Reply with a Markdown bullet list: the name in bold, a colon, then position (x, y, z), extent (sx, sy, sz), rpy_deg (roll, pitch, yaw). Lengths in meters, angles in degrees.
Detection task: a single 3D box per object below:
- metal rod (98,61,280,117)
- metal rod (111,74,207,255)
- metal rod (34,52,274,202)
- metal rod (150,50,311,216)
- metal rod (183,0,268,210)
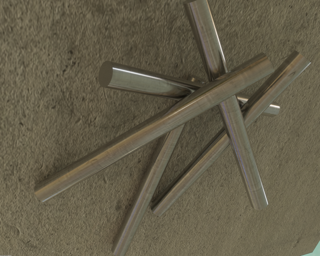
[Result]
- **metal rod**: position (0.063, -0.040, 0.385), extent (0.302, 0.025, 0.025), rpy_deg (5, 116, -41)
- **metal rod**: position (-0.009, 0.066, 0.442), extent (0.025, 0.025, 0.298), rpy_deg (11, 113, -33)
- **metal rod**: position (-0.017, 0.006, 0.348), extent (0.300, 0.025, 0.025), rpy_deg (-30, 131, 11)
- **metal rod**: position (0.083, 0.021, 0.427), extent (0.025, 0.025, 0.299), rpy_deg (22, 118, -36)
- **metal rod**: position (0.090, -0.010, 0.379), extent (0.025, 0.025, 0.299), rpy_deg (-30, 119, -9)
